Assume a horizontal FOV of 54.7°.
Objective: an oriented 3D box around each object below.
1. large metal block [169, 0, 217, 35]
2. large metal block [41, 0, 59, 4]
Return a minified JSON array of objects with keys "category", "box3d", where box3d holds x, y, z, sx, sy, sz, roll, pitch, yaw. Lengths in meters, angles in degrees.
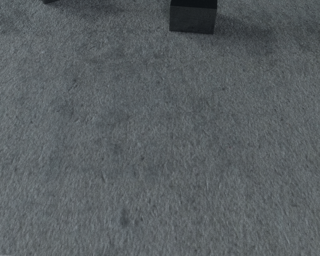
[{"category":"large metal block","box3d":[0.062,-0.220,0.573,0.080,0.050,0.080,6,50,4]},{"category":"large metal block","box3d":[-0.222,-0.308,0.643,0.081,0.050,0.080,-27,55,-21]}]
